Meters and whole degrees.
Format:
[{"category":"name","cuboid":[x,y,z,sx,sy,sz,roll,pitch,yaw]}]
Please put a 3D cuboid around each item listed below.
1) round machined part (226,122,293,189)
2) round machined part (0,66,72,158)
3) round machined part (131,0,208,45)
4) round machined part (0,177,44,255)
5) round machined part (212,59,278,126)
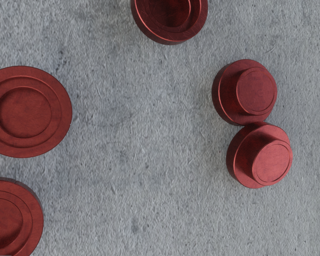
[{"category":"round machined part","cuboid":[0.148,0.043,0.441,0.099,0.042,0.097,-7,109,-20]},{"category":"round machined part","cuboid":[-0.150,-0.017,0.345,0.099,0.042,0.097,0,90,-20]},{"category":"round machined part","cuboid":[0.009,-0.156,0.403,0.099,0.042,0.097,0,90,-20]},{"category":"round machined part","cuboid":[-0.178,0.101,0.334,0.099,0.042,0.097,0,90,-20]},{"category":"round machined part","cuboid":[0.128,-0.051,0.447,0.099,0.042,0.097,0,90,-20]}]
